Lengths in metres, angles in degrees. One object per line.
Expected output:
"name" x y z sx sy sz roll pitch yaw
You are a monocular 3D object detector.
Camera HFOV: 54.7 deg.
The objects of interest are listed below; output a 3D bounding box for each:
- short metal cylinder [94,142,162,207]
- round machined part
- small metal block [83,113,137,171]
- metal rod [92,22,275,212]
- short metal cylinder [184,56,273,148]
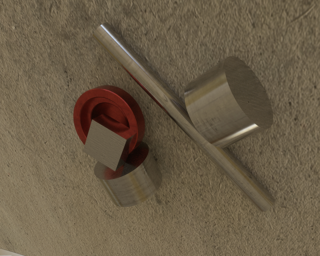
"short metal cylinder" -0.043 0.062 0.429 0.080 0.080 0.050 -6 123 31
"round machined part" -0.063 -0.010 0.417 0.098 0.042 0.097 9 113 22
"small metal block" -0.063 0.018 0.388 0.050 0.025 0.050 30 120 12
"metal rod" 0.032 -0.010 0.383 0.300 0.025 0.025 46 129 -4
"short metal cylinder" 0.071 -0.026 0.318 0.050 0.080 0.080 -30 102 38
